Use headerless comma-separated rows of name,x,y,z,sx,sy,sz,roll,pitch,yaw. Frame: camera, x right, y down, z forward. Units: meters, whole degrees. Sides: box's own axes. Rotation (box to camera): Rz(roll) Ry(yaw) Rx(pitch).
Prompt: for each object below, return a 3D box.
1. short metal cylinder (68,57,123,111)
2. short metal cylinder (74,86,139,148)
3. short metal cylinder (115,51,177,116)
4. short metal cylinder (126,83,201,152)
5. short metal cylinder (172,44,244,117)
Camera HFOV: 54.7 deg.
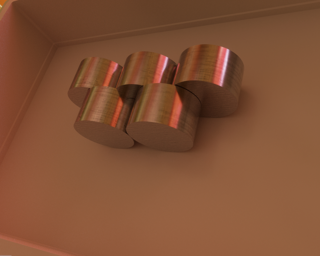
short metal cylinder,-0.085,-0.057,0.449,0.080,0.080,0.050,1,62,28
short metal cylinder,-0.066,-0.012,0.411,0.080,0.080,0.050,1,62,28
short metal cylinder,-0.014,-0.055,0.410,0.080,0.080,0.050,1,62,28
short metal cylinder,0.005,-0.010,0.372,0.080,0.080,0.050,1,62,28
short metal cylinder,0.056,-0.054,0.372,0.080,0.080,0.050,2,63,29
